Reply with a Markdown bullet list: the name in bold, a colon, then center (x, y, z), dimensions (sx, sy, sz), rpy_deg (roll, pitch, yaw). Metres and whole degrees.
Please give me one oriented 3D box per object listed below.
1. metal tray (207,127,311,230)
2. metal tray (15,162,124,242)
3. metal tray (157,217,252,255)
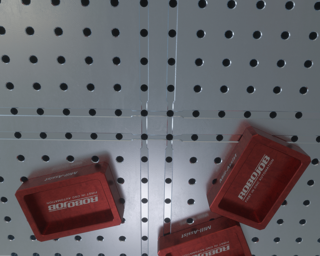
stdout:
- **metal tray**: center (0.136, 0.073, 0.438), dimensions (0.090, 0.030, 0.129), rpy_deg (23, 108, -9)
- **metal tray**: center (-0.127, 0.108, 0.449), dimensions (0.131, 0.030, 0.090), rpy_deg (-14, 110, 5)
- **metal tray**: center (0.072, 0.196, 0.483), dimensions (0.130, 0.030, 0.090), rpy_deg (-21, 109, 7)
